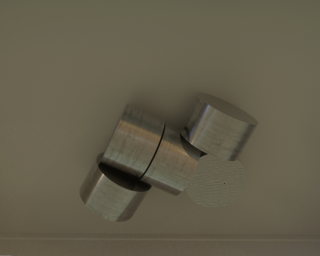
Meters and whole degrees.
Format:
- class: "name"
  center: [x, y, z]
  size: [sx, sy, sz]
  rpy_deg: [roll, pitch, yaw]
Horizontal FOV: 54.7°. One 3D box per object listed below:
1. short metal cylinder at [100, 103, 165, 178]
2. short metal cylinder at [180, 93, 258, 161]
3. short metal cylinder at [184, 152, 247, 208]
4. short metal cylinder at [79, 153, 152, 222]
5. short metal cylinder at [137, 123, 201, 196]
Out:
- class: "short metal cylinder"
  center: [-0.034, 0.016, 0.386]
  size: [0.050, 0.080, 0.080]
  rpy_deg: [24, 108, -9]
- class: "short metal cylinder"
  center: [0.071, -0.003, 0.380]
  size: [0.080, 0.080, 0.050]
  rpy_deg: [22, 109, -8]
- class: "short metal cylinder"
  center: [0.071, 0.059, 0.419]
  size: [0.081, 0.050, 0.079]
  rpy_deg: [0, 110, -1]
- class: "short metal cylinder"
  center: [-0.057, 0.075, 0.407]
  size: [0.080, 0.080, 0.050]
  rpy_deg: [28, 108, -10]
- class: "short metal cylinder"
  center: [0.011, 0.039, 0.396]
  size: [0.050, 0.080, 0.080]
  rpy_deg: [25, 108, -9]
